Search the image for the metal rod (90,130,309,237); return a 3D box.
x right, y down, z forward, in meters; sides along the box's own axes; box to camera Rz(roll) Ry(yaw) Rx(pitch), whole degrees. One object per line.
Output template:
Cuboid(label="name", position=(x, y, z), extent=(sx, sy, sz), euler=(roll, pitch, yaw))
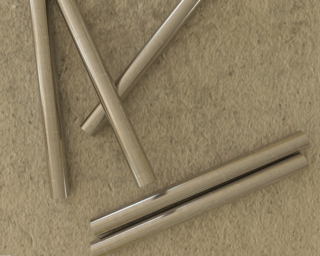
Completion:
Cuboid(label="metal rod", position=(0.052, 0.073, 0.410), extent=(0.301, 0.025, 0.025), euler=(-23, 90, -1))

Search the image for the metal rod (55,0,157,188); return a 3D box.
Cuboid(label="metal rod", position=(-0.077, -0.068, 0.387), extent=(0.025, 0.025, 0.299), euler=(-25, 82, 0))

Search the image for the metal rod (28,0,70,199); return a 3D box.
Cuboid(label="metal rod", position=(-0.147, -0.058, 0.407), extent=(0.025, 0.025, 0.298), euler=(-6, 90, 0))

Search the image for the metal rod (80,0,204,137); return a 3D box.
Cuboid(label="metal rod", position=(-0.002, -0.113, 0.409), extent=(0.025, 0.025, 0.300), euler=(38, 90, -1))

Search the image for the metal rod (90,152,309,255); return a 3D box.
Cuboid(label="metal rod", position=(0.052, 0.102, 0.410), extent=(0.301, 0.025, 0.025), euler=(-23, 90, -1))
